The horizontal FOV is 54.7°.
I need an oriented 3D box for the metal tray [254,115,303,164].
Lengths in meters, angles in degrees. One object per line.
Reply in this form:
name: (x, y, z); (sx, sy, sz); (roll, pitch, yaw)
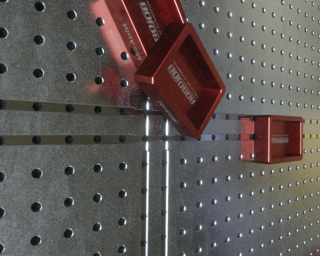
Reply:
metal tray: (0.235, 0.021, 0.606); (0.131, 0.030, 0.089); (1, 90, -40)

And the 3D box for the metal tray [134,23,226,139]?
metal tray: (0.033, -0.056, 0.397); (0.090, 0.030, 0.130); (-59, 137, -16)

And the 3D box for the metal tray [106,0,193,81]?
metal tray: (-0.004, -0.128, 0.403); (0.091, 0.030, 0.129); (-39, 114, -33)
